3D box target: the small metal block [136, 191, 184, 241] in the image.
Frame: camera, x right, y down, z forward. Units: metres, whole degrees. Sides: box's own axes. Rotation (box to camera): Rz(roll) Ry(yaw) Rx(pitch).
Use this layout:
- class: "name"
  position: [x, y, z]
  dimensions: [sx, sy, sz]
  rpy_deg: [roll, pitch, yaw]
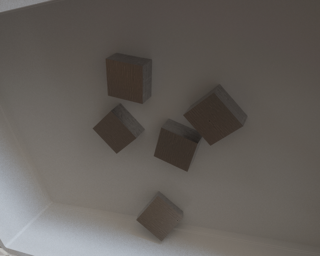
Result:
- class: "small metal block"
  position: [0.000, 0.135, 0.475]
  dimensions: [0.050, 0.025, 0.050]
  rpy_deg: [41, 95, 0]

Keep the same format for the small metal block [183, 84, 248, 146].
- class: "small metal block"
  position: [0.065, -0.015, 0.365]
  dimensions: [0.050, 0.025, 0.050]
  rpy_deg: [48, 129, -6]

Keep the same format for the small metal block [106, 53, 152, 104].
- class: "small metal block"
  position: [-0.038, -0.063, 0.389]
  dimensions: [0.050, 0.025, 0.050]
  rpy_deg: [15, 125, 19]

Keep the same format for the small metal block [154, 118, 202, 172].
- class: "small metal block"
  position: [0.024, 0.023, 0.409]
  dimensions: [0.050, 0.025, 0.050]
  rpy_deg: [24, 127, 13]

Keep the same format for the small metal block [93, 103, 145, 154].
- class: "small metal block"
  position: [-0.059, 0.001, 0.439]
  dimensions: [0.050, 0.025, 0.050]
  rpy_deg: [48, 129, -6]
